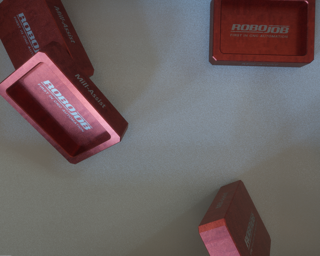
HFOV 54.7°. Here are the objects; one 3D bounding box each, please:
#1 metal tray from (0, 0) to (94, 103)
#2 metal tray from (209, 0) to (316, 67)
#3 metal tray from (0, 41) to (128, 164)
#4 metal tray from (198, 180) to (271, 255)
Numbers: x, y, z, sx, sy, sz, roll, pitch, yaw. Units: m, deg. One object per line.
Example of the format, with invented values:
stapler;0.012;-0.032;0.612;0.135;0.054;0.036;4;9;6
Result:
metal tray;-0.148;-0.106;0.387;0.090;0.030;0.129;-25;91;28
metal tray;0.133;-0.129;0.410;0.131;0.030;0.089;1;90;-1
metal tray;-0.112;-0.024;0.365;0.090;0.030;0.130;-27;115;29
metal tray;0.092;0.124;0.358;0.030;0.131;0.090;-27;88;23
